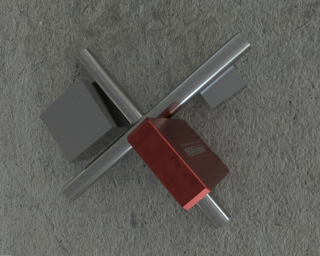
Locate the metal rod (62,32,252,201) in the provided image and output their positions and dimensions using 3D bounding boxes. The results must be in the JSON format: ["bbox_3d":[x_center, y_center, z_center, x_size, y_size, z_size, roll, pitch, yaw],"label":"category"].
[{"bbox_3d":[-0.014,-0.005,0.387,0.299,0.025,0.025,-41,78,15],"label":"metal rod"}]

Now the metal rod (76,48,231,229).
[{"bbox_3d":[-0.016,0.005,0.415,0.025,0.025,0.300,-44,77,14],"label":"metal rod"}]

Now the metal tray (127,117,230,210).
[{"bbox_3d":[0.027,0.032,0.343,0.030,0.130,0.090,-44,76,15],"label":"metal tray"}]

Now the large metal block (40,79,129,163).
[{"bbox_3d":[-0.104,-0.009,0.431,0.080,0.050,0.080,-38,78,15],"label":"large metal block"}]

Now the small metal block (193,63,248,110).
[{"bbox_3d":[0.073,-0.057,0.384,0.050,0.025,0.050,-37,79,16],"label":"small metal block"}]
